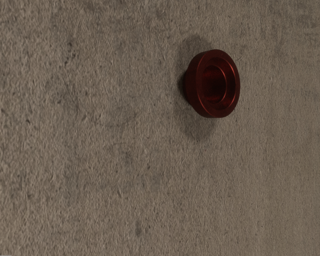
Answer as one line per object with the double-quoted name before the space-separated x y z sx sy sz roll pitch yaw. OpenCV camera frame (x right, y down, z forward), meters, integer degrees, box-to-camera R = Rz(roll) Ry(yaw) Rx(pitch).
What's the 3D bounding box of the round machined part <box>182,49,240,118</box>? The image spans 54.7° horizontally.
"round machined part" 0.072 -0.063 0.456 0.099 0.042 0.097 0 90 -40
